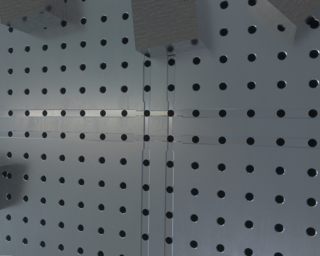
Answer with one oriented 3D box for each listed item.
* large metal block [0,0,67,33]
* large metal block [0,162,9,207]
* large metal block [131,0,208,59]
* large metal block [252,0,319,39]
[{"bbox_3d":[-0.193,-0.198,0.468,0.080,0.050,0.080,-7,88,20],"label":"large metal block"},{"bbox_3d":[-0.307,0.090,0.509,0.080,0.050,0.080,15,95,19],"label":"large metal block"},{"bbox_3d":[0.012,-0.140,0.395,0.080,0.050,0.080,-6,88,20],"label":"large metal block"},{"bbox_3d":[0.153,-0.162,0.345,0.080,0.050,0.080,-44,76,14],"label":"large metal block"}]
